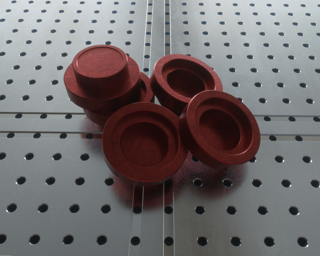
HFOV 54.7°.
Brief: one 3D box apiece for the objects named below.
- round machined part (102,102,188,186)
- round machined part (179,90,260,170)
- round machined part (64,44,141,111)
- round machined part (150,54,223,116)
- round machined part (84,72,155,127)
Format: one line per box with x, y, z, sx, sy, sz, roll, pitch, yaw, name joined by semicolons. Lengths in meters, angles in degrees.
-0.019;0.022;0.367;0.099;0.042;0.098;5;64;-9;round machined part
0.068;0.006;0.377;0.099;0.042;0.098;11;59;-18;round machined part
-0.075;-0.071;0.400;0.099;0.042;0.098;0;50;0;round machined part
0.033;-0.055;0.431;0.099;0.042;0.098;11;50;-13;round machined part
-0.056;-0.037;0.426;0.099;0.042;0.098;0;50;0;round machined part
